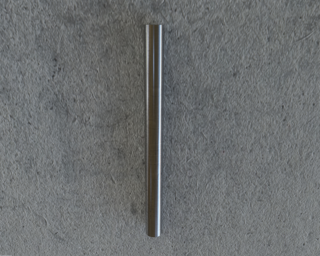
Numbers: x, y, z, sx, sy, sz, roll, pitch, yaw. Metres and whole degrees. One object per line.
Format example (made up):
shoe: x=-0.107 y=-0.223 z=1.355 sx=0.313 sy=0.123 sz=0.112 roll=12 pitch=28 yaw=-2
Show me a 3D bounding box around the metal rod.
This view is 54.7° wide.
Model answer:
metal rod: x=-0.008 y=0.017 z=0.417 sx=0.025 sy=0.025 sz=0.298 roll=0 pitch=110 yaw=-1
